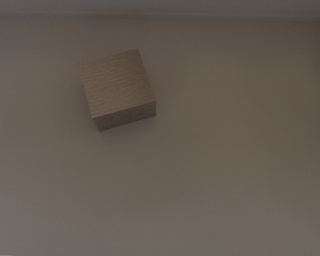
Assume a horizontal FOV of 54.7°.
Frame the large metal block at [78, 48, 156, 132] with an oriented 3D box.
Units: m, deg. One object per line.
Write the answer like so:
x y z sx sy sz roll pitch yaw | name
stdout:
-0.055 -0.050 0.414 0.081 0.050 0.080 -16 71 -6 | large metal block
